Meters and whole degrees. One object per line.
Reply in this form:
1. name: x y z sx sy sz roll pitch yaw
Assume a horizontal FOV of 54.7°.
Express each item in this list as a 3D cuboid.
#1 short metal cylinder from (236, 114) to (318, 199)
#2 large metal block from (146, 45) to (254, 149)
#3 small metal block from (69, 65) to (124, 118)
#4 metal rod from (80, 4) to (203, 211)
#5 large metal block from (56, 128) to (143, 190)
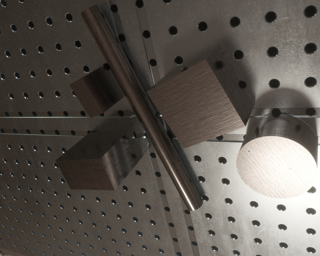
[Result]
1. short metal cylinder: 0.131 0.031 0.345 0.080 0.050 0.079 13 124 20
2. large metal block: 0.046 -0.033 0.349 0.080 0.050 0.080 -24 106 36
3. small metal block: -0.082 -0.048 0.406 0.025 0.050 0.050 -18 109 35
4. metal rod: -0.016 -0.014 0.409 0.025 0.025 0.299 -16 110 34
5. large metal block: -0.085 0.044 0.446 0.080 0.080 0.050 -6 116 30
